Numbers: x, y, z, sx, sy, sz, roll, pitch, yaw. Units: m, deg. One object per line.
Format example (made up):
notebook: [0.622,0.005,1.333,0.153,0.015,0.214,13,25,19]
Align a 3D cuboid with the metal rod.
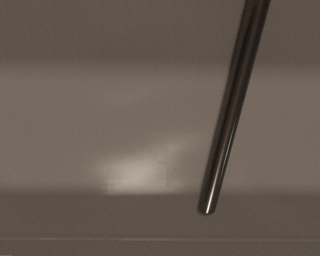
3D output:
metal rod: [0.093,-0.020,0.405,0.025,0.025,0.298,9,110,-4]
